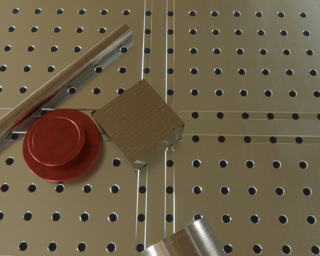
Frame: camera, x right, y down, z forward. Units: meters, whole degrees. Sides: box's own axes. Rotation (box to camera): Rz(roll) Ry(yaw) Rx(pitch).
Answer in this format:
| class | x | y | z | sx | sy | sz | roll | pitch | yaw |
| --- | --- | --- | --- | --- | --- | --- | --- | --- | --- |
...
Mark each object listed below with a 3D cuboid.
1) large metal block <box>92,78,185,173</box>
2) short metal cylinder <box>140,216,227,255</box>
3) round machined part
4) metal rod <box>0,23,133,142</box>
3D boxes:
| class | x | y | z | sx | sy | sz | roll | pitch | yaw |
| --- | --- | --- | --- | --- | --- | --- | --- | --- | --- |
| large metal block | -0.026 | -0.003 | 0.399 | 0.080 | 0.050 | 0.080 | -37 | 74 | -13 |
| short metal cylinder | 0.026 | 0.137 | 0.332 | 0.080 | 0.080 | 0.050 | -26 | 72 | -9 |
| round machined part | -0.126 | 0.019 | 0.395 | 0.099 | 0.042 | 0.098 | 0 | 70 | 0 |
| metal rod | -0.156 | -0.048 | 0.428 | 0.301 | 0.025 | 0.025 | -43 | 76 | -14 |
